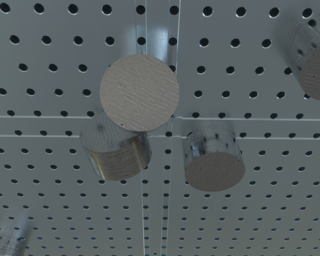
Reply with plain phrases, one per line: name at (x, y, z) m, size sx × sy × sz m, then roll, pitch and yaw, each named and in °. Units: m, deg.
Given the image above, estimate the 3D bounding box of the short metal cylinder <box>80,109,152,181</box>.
short metal cylinder at (-0.054, 0.020, 0.392) m, size 0.080 × 0.080 × 0.050 m, roll -7°, pitch 130°, yaw 5°

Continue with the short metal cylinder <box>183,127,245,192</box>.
short metal cylinder at (0.073, 0.044, 0.434) m, size 0.081 × 0.050 × 0.079 m, roll 0°, pitch 130°, yaw 0°

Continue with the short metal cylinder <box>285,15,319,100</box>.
short metal cylinder at (0.183, -0.076, 0.332) m, size 0.081 × 0.050 × 0.079 m, roll 0°, pitch 130°, yaw 0°

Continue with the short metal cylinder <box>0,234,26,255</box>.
short metal cylinder at (-0.312, 0.251, 0.606) m, size 0.081 × 0.050 × 0.079 m, roll 0°, pitch 130°, yaw 0°

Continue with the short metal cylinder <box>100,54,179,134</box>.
short metal cylinder at (-0.022, -0.034, 0.338) m, size 0.081 × 0.050 × 0.080 m, roll 0°, pitch 85°, yaw -5°
